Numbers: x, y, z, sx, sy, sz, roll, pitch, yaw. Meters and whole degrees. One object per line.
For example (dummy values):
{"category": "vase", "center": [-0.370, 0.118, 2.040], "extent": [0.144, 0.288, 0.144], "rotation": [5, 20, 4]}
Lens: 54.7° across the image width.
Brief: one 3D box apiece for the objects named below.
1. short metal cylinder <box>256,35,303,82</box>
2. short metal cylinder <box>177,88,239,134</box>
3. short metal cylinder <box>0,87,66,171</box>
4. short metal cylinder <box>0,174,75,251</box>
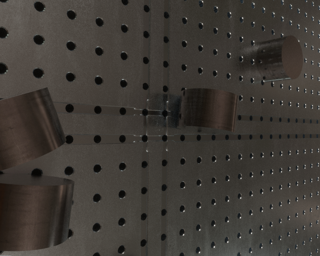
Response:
{"category": "short metal cylinder", "center": [0.228, -0.130, 0.587], "extent": [0.081, 0.050, 0.079], "rotation": [0, 90, -40]}
{"category": "short metal cylinder", "center": [0.066, -0.021, 0.431], "extent": [0.081, 0.080, 0.050], "rotation": [12, 83, -40]}
{"category": "short metal cylinder", "center": [-0.129, 0.000, 0.266], "extent": [0.081, 0.080, 0.050], "rotation": [-26, 107, -37]}
{"category": "short metal cylinder", "center": [-0.120, 0.070, 0.274], "extent": [0.081, 0.080, 0.050], "rotation": [9, 84, -40]}
